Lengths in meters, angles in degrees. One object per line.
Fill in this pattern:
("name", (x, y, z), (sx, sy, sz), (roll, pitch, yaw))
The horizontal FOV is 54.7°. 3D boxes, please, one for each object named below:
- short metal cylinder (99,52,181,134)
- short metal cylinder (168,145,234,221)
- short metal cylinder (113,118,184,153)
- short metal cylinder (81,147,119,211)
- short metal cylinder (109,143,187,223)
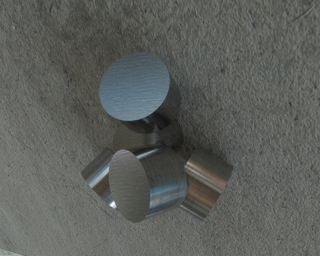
("short metal cylinder", (-0.021, -0.038, 0.352), (0.080, 0.080, 0.050), (13, 167, 21))
("short metal cylinder", (0.049, 0.068, 0.389), (0.050, 0.080, 0.079), (30, 128, 8))
("short metal cylinder", (-0.015, 0.018, 0.410), (0.080, 0.050, 0.079), (13, 123, 21))
("short metal cylinder", (-0.066, 0.072, 0.445), (0.080, 0.050, 0.080), (44, 174, 7))
("short metal cylinder", (-0.016, 0.060, 0.351), (0.080, 0.050, 0.079), (11, 105, 49))
